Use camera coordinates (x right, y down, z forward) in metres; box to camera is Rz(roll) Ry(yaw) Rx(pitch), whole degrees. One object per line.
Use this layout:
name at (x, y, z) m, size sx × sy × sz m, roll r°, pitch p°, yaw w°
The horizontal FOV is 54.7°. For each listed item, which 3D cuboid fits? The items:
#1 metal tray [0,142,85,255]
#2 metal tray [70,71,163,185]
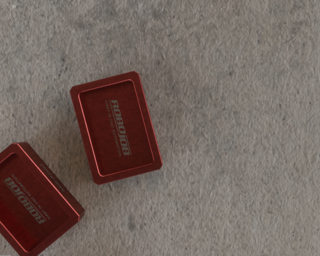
metal tray at (-0.175, 0.094, 0.405) m, size 0.090 × 0.030 × 0.130 m, roll -40°, pitch 91°, yaw 0°
metal tray at (-0.055, 0.000, 0.406) m, size 0.091 × 0.030 × 0.129 m, roll -15°, pitch 90°, yaw -1°
